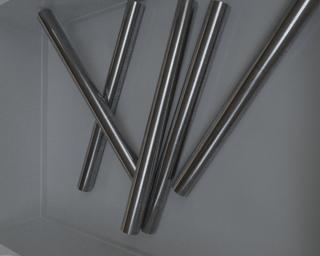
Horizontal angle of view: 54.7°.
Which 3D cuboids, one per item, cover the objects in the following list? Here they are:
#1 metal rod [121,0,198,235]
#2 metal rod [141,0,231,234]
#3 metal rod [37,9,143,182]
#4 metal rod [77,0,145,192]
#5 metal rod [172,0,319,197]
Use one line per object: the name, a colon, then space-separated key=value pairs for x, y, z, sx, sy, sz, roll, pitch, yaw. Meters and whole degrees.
metal rod: x=-0.002 y=-0.011 z=0.391 sx=0.025 sy=0.025 sz=0.298 roll=18 pitch=96 yaw=38
metal rod: x=0.026 y=-0.002 z=0.385 sx=0.025 sy=0.025 sz=0.298 roll=27 pitch=107 yaw=36
metal rod: x=-0.103 y=-0.054 z=0.454 sx=0.025 sy=0.025 sz=0.299 roll=-40 pitch=75 yaw=33
metal rod: x=-0.078 y=-0.038 z=0.471 sx=0.025 sy=0.025 sz=0.298 roll=29 pitch=108 yaw=36
metal rod: x=0.094 y=-0.043 z=0.329 sx=0.025 sy=0.025 sz=0.298 roll=44 pitch=116 yaw=31
